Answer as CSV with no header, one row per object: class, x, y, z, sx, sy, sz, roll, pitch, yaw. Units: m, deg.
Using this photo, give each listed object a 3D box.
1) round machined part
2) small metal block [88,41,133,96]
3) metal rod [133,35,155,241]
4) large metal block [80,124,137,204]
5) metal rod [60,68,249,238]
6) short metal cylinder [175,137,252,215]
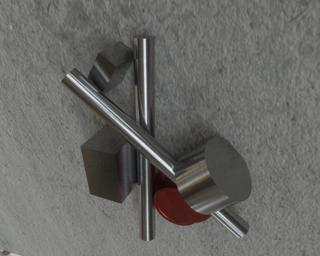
round machined part,0.030,0.100,0.443,0.098,0.042,0.097,13,124,20
small metal block,-0.059,-0.072,0.377,0.025,0.050,0.050,39,129,2
metal rod,-0.019,0.031,0.416,0.025,0.025,0.298,11,117,22
large metal block,-0.058,0.042,0.428,0.050,0.080,0.079,11,123,22
metal rod,0.003,0.039,0.385,0.300,0.025,0.025,43,130,-13
short metal cylinder,0.065,0.058,0.374,0.080,0.080,0.050,49,129,-6
